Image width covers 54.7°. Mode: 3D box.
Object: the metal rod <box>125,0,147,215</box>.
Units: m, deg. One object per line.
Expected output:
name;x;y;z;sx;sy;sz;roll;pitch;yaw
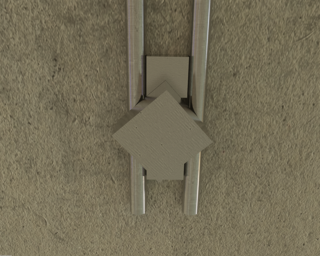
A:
metal rod;-0.030;-0.019;0.404;0.025;0.025;0.298;0;110;-1

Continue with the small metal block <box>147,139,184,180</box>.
small metal block;0.007;0.043;0.426;0.050;0.025;0.050;1;110;-1

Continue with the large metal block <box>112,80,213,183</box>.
large metal block;0.003;0.004;0.370;0.080;0.050;0.080;-39;106;13

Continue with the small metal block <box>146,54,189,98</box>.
small metal block;0.009;-0.065;0.386;0.050;0.025;0.050;1;110;-1

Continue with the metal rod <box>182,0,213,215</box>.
metal rod;0.047;-0.018;0.405;0.025;0.025;0.298;0;110;-1
